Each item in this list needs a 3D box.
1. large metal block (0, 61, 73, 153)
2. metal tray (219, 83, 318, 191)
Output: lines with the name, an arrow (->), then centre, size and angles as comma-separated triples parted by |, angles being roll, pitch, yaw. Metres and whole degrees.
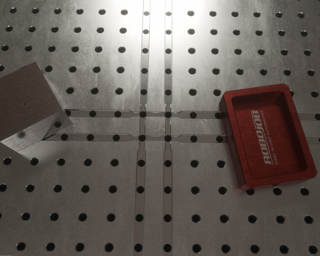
large metal block -> -0.175, -0.027, 0.406 | 0.080, 0.050, 0.080 | -30, 73, -11
metal tray -> 0.137, 0.010, 0.406 | 0.091, 0.030, 0.129 | -8, 70, -4
